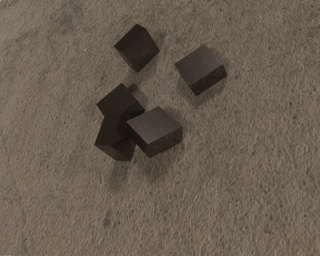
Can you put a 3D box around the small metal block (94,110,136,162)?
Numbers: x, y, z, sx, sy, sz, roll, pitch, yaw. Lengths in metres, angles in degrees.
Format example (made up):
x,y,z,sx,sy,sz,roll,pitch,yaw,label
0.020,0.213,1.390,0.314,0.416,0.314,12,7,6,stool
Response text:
x,y,z,sx,sy,sz,roll,pitch,yaw,label
-0.054,0.011,0.408,0.025,0.050,0.050,1,62,29,small metal block

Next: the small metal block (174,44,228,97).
x,y,z,sx,sy,sz,roll,pitch,yaw,label
0.055,-0.079,0.423,0.050,0.025,0.050,-33,52,6,small metal block

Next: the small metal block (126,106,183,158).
x,y,z,sx,sy,sz,roll,pitch,yaw,label
-0.007,0.004,0.391,0.050,0.025,0.050,-27,48,-23,small metal block

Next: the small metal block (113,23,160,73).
x,y,z,sx,sy,sz,roll,pitch,yaw,label
-0.035,-0.123,0.480,0.050,0.050,0.025,-46,51,-4,small metal block

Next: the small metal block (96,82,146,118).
x,y,z,sx,sy,sz,roll,pitch,yaw,label
-0.058,-0.031,0.451,0.050,0.025,0.050,-40,51,0,small metal block
